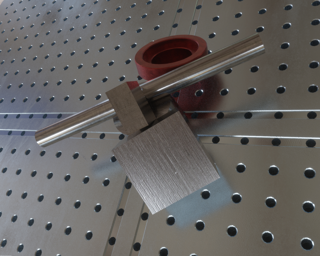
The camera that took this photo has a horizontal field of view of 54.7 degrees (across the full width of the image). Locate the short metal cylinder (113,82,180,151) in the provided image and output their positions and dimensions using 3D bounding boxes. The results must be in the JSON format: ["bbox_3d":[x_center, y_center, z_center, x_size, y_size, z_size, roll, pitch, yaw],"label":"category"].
[{"bbox_3d":[-0.013,-0.014,0.406,0.080,0.050,0.080,-13,56,20],"label":"short metal cylinder"}]

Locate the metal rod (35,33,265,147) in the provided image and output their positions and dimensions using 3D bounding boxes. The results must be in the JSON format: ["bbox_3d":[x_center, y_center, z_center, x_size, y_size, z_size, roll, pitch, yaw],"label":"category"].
[{"bbox_3d":[-0.024,-0.040,0.379,0.301,0.025,0.025,-22,54,14],"label":"metal rod"}]

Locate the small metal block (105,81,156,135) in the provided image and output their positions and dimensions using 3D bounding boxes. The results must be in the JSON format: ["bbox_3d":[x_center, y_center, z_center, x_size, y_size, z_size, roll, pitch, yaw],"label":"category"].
[{"bbox_3d":[-0.030,-0.024,0.343,0.025,0.050,0.050,-26,95,12],"label":"small metal block"}]

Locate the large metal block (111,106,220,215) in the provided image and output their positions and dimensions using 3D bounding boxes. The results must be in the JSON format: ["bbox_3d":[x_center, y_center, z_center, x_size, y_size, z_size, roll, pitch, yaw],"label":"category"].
[{"bbox_3d":[0.007,0.032,0.338,0.080,0.050,0.080,-31,97,8],"label":"large metal block"}]

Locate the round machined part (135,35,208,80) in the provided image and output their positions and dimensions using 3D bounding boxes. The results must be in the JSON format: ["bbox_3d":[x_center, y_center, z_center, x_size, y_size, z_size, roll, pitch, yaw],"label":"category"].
[{"bbox_3d":[0.018,-0.088,0.426,0.098,0.042,0.098,-9,37,7],"label":"round machined part"}]
